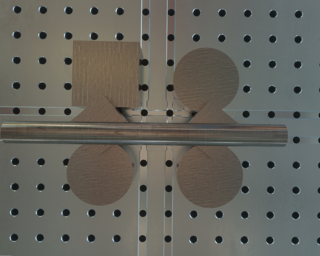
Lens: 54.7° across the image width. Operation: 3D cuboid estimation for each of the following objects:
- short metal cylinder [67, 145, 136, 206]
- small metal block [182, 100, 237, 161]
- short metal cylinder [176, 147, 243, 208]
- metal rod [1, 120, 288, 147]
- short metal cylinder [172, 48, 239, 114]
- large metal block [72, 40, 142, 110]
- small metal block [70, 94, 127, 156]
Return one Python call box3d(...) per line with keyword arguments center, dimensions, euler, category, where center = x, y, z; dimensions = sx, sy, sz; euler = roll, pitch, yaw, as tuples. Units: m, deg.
box3d(center=(-0.073, 0.054, 0.399), dimensions=(0.081, 0.050, 0.080), euler=(0, 90, 0), category="short metal cylinder")
box3d(center=(0.060, 0.003, 0.364), dimensions=(0.050, 0.025, 0.050), euler=(40, 90, 0), category="small metal block")
box3d(center=(0.061, 0.057, 0.401), dimensions=(0.081, 0.050, 0.080), euler=(0, 90, 0), category="short metal cylinder")
box3d(center=(-0.016, 0.006, 0.338), dimensions=(0.302, 0.025, 0.025), euler=(1, 90, 0), category="metal rod")
box3d(center=(0.056, -0.058, 0.401), dimensions=(0.081, 0.050, 0.080), euler=(0, 90, 0), category="short metal cylinder")
box3d(center=(-0.066, -0.066, 0.400), dimensions=(0.081, 0.050, 0.080), euler=(1, 90, 0), category="large metal block")
box3d(center=(-0.068, -0.003, 0.363), dimensions=(0.050, 0.025, 0.050), euler=(-40, 90, 0), category="small metal block")
